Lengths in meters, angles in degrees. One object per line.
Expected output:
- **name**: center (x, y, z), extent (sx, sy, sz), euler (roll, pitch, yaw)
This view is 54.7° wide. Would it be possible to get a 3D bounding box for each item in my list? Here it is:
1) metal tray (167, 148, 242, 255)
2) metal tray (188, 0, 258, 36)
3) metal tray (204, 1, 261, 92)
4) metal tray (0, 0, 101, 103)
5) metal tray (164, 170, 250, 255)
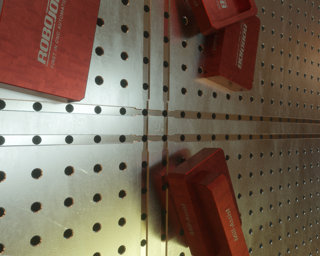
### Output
- **metal tray**: center (0.066, 0.103, 0.431), extent (0.091, 0.030, 0.129), euler (-28, 107, -41)
- **metal tray**: center (0.079, -0.211, 0.448), extent (0.091, 0.030, 0.129), euler (-27, 98, -24)
- **metal tray**: center (0.122, -0.134, 0.510), extent (0.091, 0.030, 0.129), euler (16, 80, -39)
- **metal tray**: center (-0.114, -0.098, 0.311), extent (0.091, 0.030, 0.129), euler (13, 82, -40)
- **metal tray**: center (0.062, 0.119, 0.420), extent (0.030, 0.090, 0.129), euler (-30, 109, -33)
